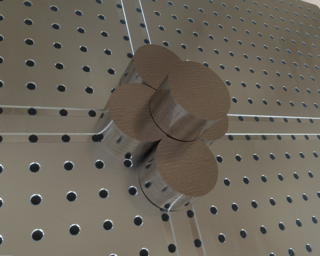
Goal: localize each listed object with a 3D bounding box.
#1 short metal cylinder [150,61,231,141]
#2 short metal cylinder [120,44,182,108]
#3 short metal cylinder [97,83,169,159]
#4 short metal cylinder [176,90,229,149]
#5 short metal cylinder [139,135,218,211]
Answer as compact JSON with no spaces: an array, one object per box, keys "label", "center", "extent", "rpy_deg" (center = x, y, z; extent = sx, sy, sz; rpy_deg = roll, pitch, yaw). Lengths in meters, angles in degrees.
[{"label":"short metal cylinder","center":[0.035,-0.031,0.364],"extent":[0.081,0.050,0.080],"rpy_deg":[14,56,-21]},{"label":"short metal cylinder","center":[-0.008,-0.068,0.428],"extent":[0.081,0.050,0.080],"rpy_deg":[14,56,-22]},{"label":"short metal cylinder","center":[-0.031,-0.008,0.380],"extent":[0.081,0.050,0.080],"rpy_deg":[14,56,-21]},{"label":"short metal cylinder","center":[0.045,-0.008,0.420],"extent":[0.081,0.050,0.080],"rpy_deg":[14,56,-21]},{"label":"short metal cylinder","center":[0.022,0.052,0.371],"extent":[0.081,0.050,0.080],"rpy_deg":[14,54,-20]}]
